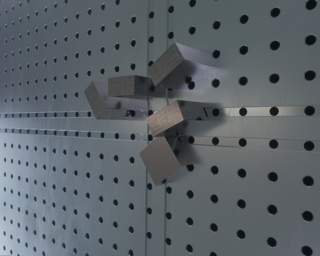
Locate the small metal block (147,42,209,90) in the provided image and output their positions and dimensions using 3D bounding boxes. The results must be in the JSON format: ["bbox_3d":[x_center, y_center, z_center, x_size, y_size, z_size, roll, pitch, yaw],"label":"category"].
[{"bbox_3d":[0.022,-0.073,0.376,0.050,0.050,0.025,-39,66,33],"label":"small metal block"}]

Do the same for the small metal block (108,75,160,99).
[{"bbox_3d":[-0.035,-0.055,0.423,0.050,0.050,0.025,2,92,40],"label":"small metal block"}]

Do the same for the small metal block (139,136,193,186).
[{"bbox_3d":[0.007,0.040,0.405,0.050,0.025,0.050,-43,64,31],"label":"small metal block"}]

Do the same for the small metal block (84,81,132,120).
[{"bbox_3d":[-0.076,-0.040,0.458,0.025,0.050,0.050,-42,65,32],"label":"small metal block"}]

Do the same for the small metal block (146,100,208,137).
[{"bbox_3d":[0.021,-0.010,0.377,0.050,0.050,0.025,-29,72,36],"label":"small metal block"}]
